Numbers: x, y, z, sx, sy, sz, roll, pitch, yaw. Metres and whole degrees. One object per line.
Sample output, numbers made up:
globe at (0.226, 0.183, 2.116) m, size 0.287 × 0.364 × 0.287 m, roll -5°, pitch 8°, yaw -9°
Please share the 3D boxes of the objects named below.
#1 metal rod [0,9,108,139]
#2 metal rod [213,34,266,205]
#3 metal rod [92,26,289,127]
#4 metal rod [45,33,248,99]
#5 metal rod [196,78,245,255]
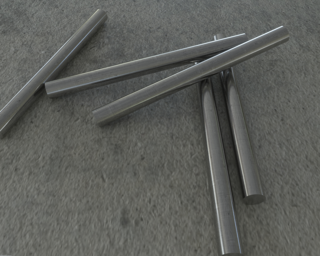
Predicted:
metal rod at (-0.161, -0.102, 0.487) m, size 0.025 × 0.025 × 0.301 m, roll 16°, pitch 52°, yaw 12°
metal rod at (0.103, -0.036, 0.435) m, size 0.025 × 0.025 × 0.300 m, roll 0°, pitch 50°, yaw 0°
metal rod at (0.049, -0.076, 0.436) m, size 0.302 × 0.025 × 0.025 m, roll -25°, pitch 54°, yaw -9°
metal rod at (-0.016, -0.093, 0.459) m, size 0.302 × 0.025 × 0.025 m, roll -15°, pitch 52°, yaw -5°
metal rod at (0.067, 0.010, 0.395) m, size 0.025 × 0.025 × 0.300 m, roll 0°, pitch 50°, yaw -1°
